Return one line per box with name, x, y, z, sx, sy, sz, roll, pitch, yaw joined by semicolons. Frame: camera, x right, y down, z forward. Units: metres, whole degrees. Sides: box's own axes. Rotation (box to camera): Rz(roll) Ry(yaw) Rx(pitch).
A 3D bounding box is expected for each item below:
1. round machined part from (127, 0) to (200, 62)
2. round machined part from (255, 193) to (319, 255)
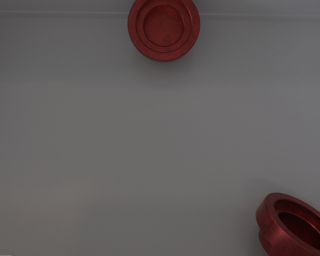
round machined part;0.005;-0.142;0.440;0.099;0.042;0.097;0;96;0
round machined part;0.149;0.120;0.339;0.098;0.098;0.042;29;114;10
